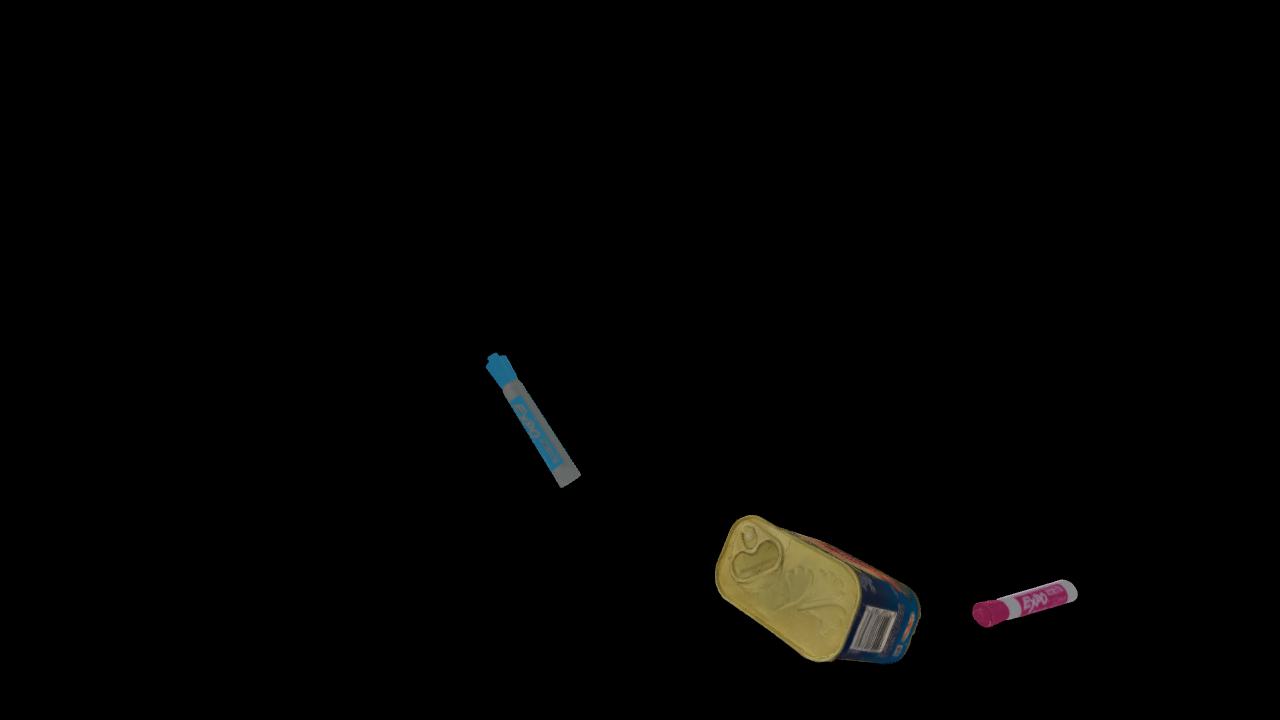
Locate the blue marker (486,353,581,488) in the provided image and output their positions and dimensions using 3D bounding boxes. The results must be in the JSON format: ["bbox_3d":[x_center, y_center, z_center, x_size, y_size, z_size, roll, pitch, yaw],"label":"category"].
[{"bbox_3d":[-0.087,0.046,0.490,0.020,0.121,0.020,-33,-9,-6],"label":"blue marker"}]

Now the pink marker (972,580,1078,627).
[{"bbox_3d":[0.319,0.201,0.510,0.121,0.020,0.020,0,0,-27],"label":"pink marker"}]

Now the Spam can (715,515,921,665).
[{"bbox_3d":[0.114,0.148,0.395,0.085,0.058,0.101,27,-5,-37],"label":"Spam can"}]
